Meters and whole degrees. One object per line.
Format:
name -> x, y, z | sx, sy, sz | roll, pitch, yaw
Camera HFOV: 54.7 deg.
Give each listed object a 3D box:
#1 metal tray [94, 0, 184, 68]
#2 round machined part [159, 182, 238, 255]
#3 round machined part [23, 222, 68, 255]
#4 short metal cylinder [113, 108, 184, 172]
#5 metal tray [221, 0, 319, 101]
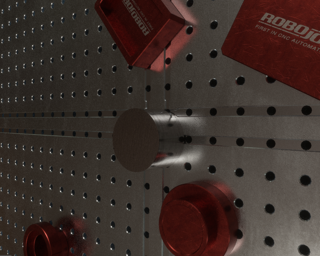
metal tray -> -0.034, -0.159, 0.431 | 0.090, 0.030, 0.130 | -45, 64, 30
round machined part -> 0.037, 0.115, 0.366 | 0.098, 0.042, 0.097 | 0, 90, 39
round machined part -> -0.204, 0.219, 0.563 | 0.098, 0.042, 0.097 | 0, 90, 39
short metal cylinder -> -0.016, 0.015, 0.404 | 0.080, 0.050, 0.079 | 0, 90, 39
metal tray -> 0.134, -0.087, 0.295 | 0.130, 0.030, 0.089 | 37, 112, 33
